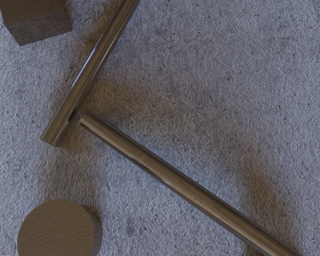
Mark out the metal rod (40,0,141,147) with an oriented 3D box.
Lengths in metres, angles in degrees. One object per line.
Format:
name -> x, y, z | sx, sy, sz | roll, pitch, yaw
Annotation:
metal rod -> -0.085, -0.110, 0.447 | 0.025, 0.025, 0.300 | 22, 71, 7

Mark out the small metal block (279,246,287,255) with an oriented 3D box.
small metal block -> 0.136, 0.166, 0.348 | 0.050, 0.025, 0.050 | -39, 75, -13

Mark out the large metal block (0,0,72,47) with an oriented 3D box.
large metal block -> -0.186, -0.179, 0.459 | 0.080, 0.050, 0.080 | -19, 71, -7

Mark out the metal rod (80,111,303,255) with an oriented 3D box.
metal rod -> 0.024, 0.066, 0.370 | 0.300, 0.025, 0.025 | 33, 73, 16

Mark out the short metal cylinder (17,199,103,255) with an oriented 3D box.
short metal cylinder -> -0.109, 0.124, 0.349 | 0.081, 0.050, 0.080 | 0, 70, 0
